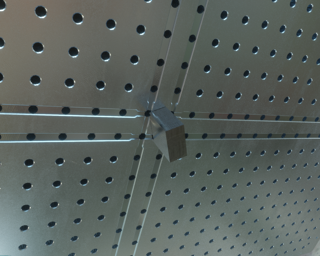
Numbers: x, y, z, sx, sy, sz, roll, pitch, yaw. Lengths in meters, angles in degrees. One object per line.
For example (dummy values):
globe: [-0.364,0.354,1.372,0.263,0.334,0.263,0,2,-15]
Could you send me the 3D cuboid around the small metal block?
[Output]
small metal block: [0.010,0.008,0.405,0.025,0.050,0.050,-21,127,-16]
